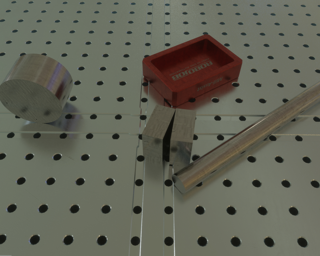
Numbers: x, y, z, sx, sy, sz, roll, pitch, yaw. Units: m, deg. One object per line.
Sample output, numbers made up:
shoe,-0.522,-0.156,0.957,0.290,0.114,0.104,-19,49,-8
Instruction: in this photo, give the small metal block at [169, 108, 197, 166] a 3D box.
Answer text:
small metal block,0.028,0.012,0.382,0.025,0.050,0.050,7,50,6

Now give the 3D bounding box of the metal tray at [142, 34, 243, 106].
metal tray,0.050,-0.094,0.483,0.131,0.030,0.090,-26,55,-21

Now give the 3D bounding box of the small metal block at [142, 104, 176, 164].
small metal block,-0.001,0.008,0.385,0.025,0.050,0.050,15,52,12

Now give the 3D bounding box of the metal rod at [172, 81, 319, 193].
metal rod,0.143,-0.003,0.412,0.302,0.025,0.025,-29,56,-23

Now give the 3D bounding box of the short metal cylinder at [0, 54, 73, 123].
short metal cylinder,-0.163,-0.051,0.413,0.080,0.080,0.050,4,50,3
